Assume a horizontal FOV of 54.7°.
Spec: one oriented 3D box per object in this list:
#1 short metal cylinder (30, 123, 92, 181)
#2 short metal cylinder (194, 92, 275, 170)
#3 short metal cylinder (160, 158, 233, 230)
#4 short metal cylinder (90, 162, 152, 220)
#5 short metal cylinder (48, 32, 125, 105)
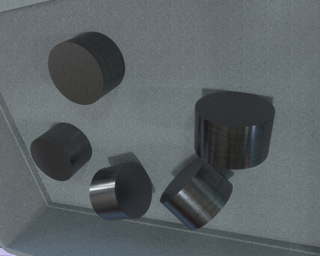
[{"bbox_3d":[-0.157,0.038,0.497,0.080,0.050,0.079,13,124,20],"label":"short metal cylinder"},{"bbox_3d":[0.078,0.000,0.332,0.080,0.080,0.050,11,123,22],"label":"short metal cylinder"},{"bbox_3d":[0.046,0.083,0.399,0.050,0.080,0.080,44,129,-3],"label":"short metal cylinder"},{"bbox_3d":[-0.056,0.094,0.459,0.050,0.080,0.080,-16,110,34],"label":"short metal cylinder"},{"bbox_3d":[-0.092,-0.076,0.392,0.080,0.050,0.079,13,124,20],"label":"short metal cylinder"}]
